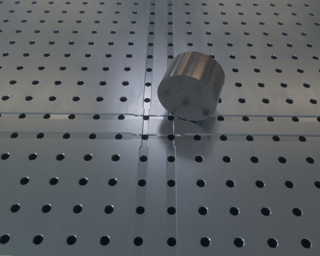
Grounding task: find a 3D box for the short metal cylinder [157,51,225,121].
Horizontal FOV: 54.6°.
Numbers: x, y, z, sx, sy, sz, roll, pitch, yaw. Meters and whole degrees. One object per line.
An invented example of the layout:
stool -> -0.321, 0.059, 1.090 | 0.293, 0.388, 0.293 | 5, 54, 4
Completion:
short metal cylinder -> 0.043, -0.055, 0.419 | 0.080, 0.080, 0.050 | 15, 52, 12
